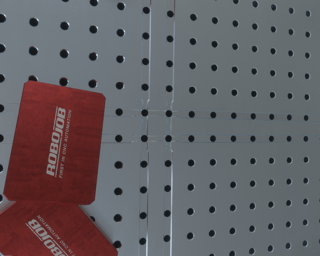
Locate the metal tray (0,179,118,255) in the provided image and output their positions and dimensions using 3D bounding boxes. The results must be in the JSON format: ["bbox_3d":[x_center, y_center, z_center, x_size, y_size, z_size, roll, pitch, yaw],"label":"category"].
[{"bbox_3d":[-0.124,0.131,0.364,0.090,0.030,0.130,-40,103,-16],"label":"metal tray"}]

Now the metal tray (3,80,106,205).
[{"bbox_3d":[-0.115,0.018,0.350,0.091,0.030,0.130,9,72,-20],"label":"metal tray"}]
